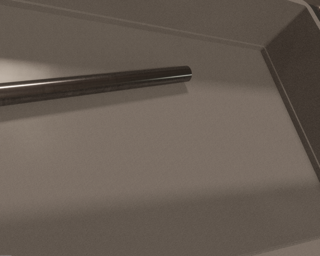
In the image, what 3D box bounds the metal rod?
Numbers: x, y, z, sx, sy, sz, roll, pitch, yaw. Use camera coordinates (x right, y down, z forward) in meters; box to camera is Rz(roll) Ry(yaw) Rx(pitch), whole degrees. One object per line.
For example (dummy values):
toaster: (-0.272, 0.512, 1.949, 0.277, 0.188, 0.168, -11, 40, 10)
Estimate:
metal rod: (-0.081, -0.057, 0.397, 0.303, 0.025, 0.025, -13, 69, -34)
